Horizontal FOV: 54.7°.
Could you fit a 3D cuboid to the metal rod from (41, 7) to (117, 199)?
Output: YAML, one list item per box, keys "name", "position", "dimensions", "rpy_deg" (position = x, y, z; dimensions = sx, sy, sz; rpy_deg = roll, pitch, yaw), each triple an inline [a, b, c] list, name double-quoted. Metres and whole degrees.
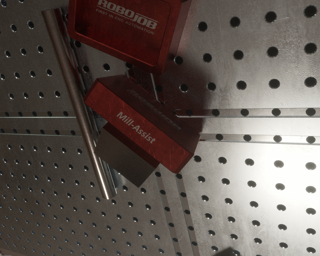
- name: "metal rod"
  position: [-0.111, -0.019, 0.455]
  dimensions: [0.025, 0.025, 0.298]
  rpy_deg: [3, 120, 26]

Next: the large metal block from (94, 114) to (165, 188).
- name: "large metal block"
  position: [-0.036, 0.026, 0.414]
  dimensions: [0.080, 0.050, 0.080]
  rpy_deg: [38, 147, 2]

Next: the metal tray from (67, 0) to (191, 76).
- name: "metal tray"
  position: [-0.040, -0.126, 0.349]
  dimensions: [0.130, 0.030, 0.089]
  rpy_deg: [26, 127, 11]

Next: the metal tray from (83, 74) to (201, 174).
- name: "metal tray"
  position: [-0.015, -0.010, 0.366]
  dimensions: [0.130, 0.090, 0.030]
  rpy_deg: [38, 107, 2]

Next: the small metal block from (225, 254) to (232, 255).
- name: "small metal block"
  position: [0.112, 0.236, 0.498]
  dimensions: [0.050, 0.025, 0.050]
  rpy_deg: [41, 129, 0]
